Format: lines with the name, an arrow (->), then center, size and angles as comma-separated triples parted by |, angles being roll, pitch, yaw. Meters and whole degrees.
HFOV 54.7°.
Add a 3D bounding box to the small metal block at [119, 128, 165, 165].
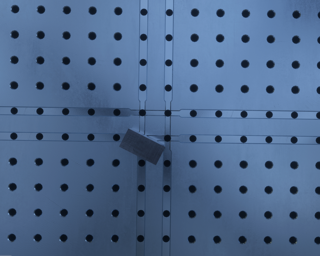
small metal block -> -0.022, 0.023, 0.401 | 0.050, 0.050, 0.025 | 27, 90, -1
